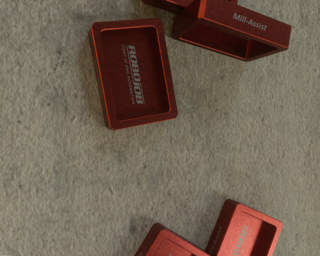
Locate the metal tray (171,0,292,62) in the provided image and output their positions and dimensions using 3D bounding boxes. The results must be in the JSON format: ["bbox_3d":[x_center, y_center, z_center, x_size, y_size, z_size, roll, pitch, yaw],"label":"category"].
[{"bbox_3d":[0.091,-0.126,0.409,0.131,0.090,0.030,12,87,-20],"label":"metal tray"}]

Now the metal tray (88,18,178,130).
[{"bbox_3d":[-0.033,-0.068,0.394,0.091,0.030,0.129,-11,94,-20],"label":"metal tray"}]

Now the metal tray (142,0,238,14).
[{"bbox_3d":[0.046,-0.200,0.423,0.131,0.030,0.090,12,86,-20],"label":"metal tray"}]

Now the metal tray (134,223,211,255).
[{"bbox_3d":[-0.001,0.205,0.407,0.090,0.030,0.130,36,78,-17],"label":"metal tray"}]

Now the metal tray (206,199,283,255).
[{"bbox_3d":[0.116,0.181,0.450,0.090,0.030,0.130,27,81,-19],"label":"metal tray"}]
